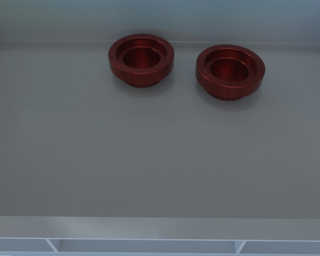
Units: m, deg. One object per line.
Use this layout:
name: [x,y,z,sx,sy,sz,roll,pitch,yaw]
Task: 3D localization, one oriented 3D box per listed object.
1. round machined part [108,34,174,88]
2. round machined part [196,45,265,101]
round machined part: [-0.028,-0.100,0.477,0.099,0.042,0.098,0,50,0]
round machined part: [0.102,-0.078,0.461,0.099,0.042,0.098,0,50,0]
